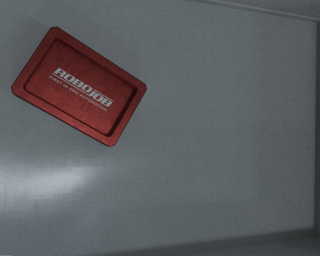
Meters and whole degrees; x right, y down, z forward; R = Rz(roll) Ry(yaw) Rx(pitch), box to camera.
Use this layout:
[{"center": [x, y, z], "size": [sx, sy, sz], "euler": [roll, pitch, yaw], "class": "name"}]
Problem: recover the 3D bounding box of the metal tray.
[{"center": [-0.093, -0.046, 0.373], "size": [0.130, 0.030, 0.090], "euler": [32, 80, -17], "class": "metal tray"}]
